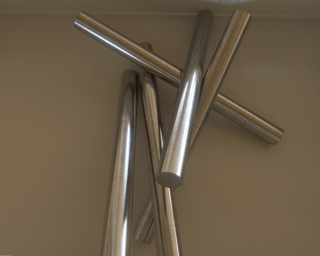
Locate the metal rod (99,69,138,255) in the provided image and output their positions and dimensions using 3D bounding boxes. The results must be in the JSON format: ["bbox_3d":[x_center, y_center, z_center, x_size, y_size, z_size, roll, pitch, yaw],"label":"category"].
[{"bbox_3d":[-0.039,0.032,0.331,0.025,0.025,0.300,-1,44,-1],"label":"metal rod"}]

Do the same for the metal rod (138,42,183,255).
[{"bbox_3d":[-0.006,0.009,0.372,0.025,0.025,0.299,-6,58,-3],"label":"metal rod"}]

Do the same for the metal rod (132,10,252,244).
[{"bbox_3d":[0.041,-0.005,0.375,0.025,0.025,0.299,24,85,8],"label":"metal rod"}]

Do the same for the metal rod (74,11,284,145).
[{"bbox_3d":[0.026,-0.064,0.404,0.301,0.025,0.025,30,73,-1],"label":"metal rod"}]

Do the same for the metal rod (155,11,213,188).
[{"bbox_3d":[0.038,-0.061,0.373,0.025,0.025,0.300,12,48,4],"label":"metal rod"}]
